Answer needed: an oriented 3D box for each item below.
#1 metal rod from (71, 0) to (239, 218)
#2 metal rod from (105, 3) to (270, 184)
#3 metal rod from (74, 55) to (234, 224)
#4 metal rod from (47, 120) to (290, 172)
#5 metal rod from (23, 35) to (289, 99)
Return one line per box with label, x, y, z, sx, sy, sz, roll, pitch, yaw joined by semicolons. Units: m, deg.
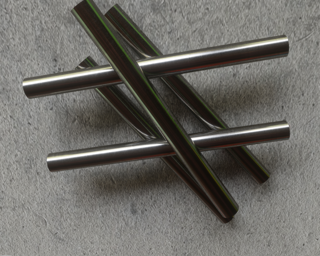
metal rod;0.006;-0.009;0.355;0.025;0.025;0.299;-33;107;11
metal rod;0.043;-0.033;0.399;0.025;0.025;0.300;-41;106;13
metal rod;0.002;0.026;0.420;0.025;0.025;0.300;-39;106;13
metal rod;0.009;0.024;0.394;0.302;0.025;0.025;-8;110;2
metal rod;-0.007;-0.070;0.359;0.302;0.025;0.025;-9;110;2
